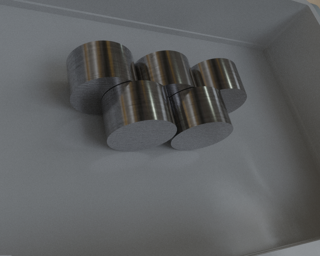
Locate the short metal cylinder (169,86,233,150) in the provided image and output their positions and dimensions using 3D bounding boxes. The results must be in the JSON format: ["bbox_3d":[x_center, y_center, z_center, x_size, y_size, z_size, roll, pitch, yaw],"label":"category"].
[{"bbox_3d":[0.048,-0.010,0.400,0.081,0.080,0.050,1,62,-28],"label":"short metal cylinder"}]

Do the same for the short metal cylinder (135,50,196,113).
[{"bbox_3d":[0.005,-0.055,0.404,0.081,0.080,0.050,1,62,-28],"label":"short metal cylinder"}]

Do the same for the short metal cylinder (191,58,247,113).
[{"bbox_3d":[0.077,-0.054,0.442,0.081,0.080,0.050,2,61,-28],"label":"short metal cylinder"}]

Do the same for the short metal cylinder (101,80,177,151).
[{"bbox_3d":[-0.025,-0.012,0.362,0.081,0.080,0.050,1,62,-28],"label":"short metal cylinder"}]

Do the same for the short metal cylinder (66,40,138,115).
[{"bbox_3d":[-0.067,-0.057,0.367,0.081,0.080,0.050,1,62,-28],"label":"short metal cylinder"}]
